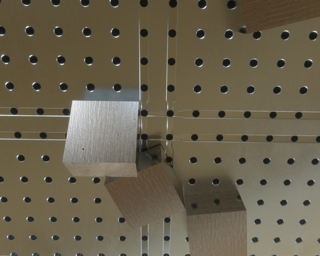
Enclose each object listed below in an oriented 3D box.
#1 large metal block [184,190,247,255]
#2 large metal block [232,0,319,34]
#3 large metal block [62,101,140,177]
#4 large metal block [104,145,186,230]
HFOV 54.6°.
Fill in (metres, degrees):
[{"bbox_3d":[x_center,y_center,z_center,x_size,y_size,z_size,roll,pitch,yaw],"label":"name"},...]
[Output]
[{"bbox_3d":[0.080,0.143,0.453,0.080,0.050,0.080,-6,110,2],"label":"large metal block"},{"bbox_3d":[0.124,-0.156,0.344,0.080,0.050,0.080,-13,110,4],"label":"large metal block"},{"bbox_3d":[-0.067,0.014,0.382,0.080,0.080,0.050,1,153,0],"label":"large metal block"},{"bbox_3d":[-0.019,0.082,0.428,0.080,0.050,0.080,-22,111,8],"label":"large metal block"}]
